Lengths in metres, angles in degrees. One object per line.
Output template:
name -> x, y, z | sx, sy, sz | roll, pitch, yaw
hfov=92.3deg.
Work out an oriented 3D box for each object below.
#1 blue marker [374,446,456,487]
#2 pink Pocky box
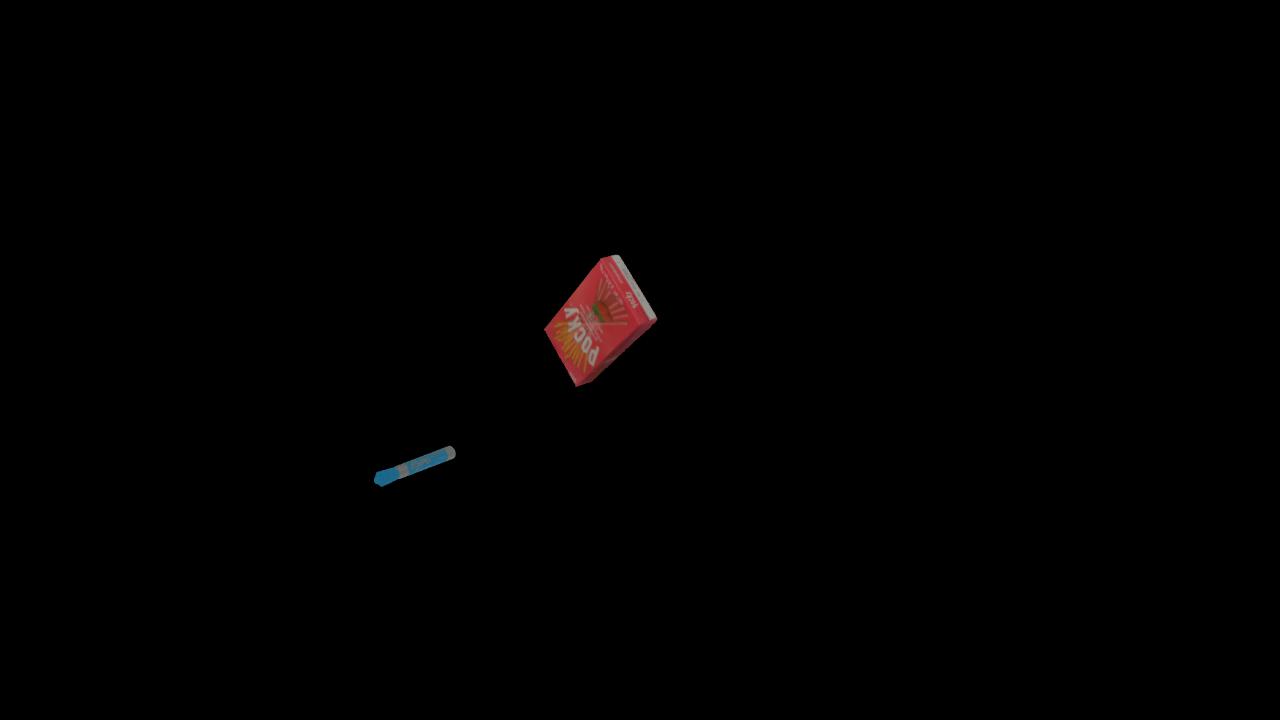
blue marker -> -0.286, 0.135, 0.785 | 0.020, 0.020, 0.121 | 0, 9, 29
pink Pocky box -> -0.049, -0.039, 0.686 | 0.029, 0.084, 0.155 | -21, -13, -40
